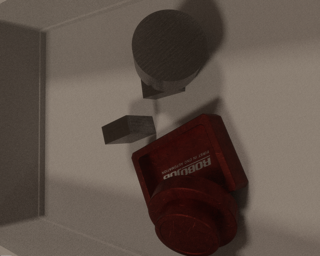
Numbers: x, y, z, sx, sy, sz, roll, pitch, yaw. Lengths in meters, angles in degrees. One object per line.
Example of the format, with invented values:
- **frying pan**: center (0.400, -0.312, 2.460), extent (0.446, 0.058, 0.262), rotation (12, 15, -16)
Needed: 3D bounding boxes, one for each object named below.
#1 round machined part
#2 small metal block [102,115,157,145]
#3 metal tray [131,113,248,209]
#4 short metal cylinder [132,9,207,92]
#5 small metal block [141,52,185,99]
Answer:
- **round machined part**: center (0.033, 0.101, 0.334), extent (0.098, 0.042, 0.097), rotation (10, 127, 14)
- **small metal block**: center (-0.042, 0.003, 0.423), extent (0.050, 0.050, 0.025), rotation (-22, 76, 37)
- **metal tray**: center (0.029, 0.049, 0.377), extent (0.130, 0.030, 0.090), rotation (-31, 71, 35)
- **short metal cylinder**: center (0.010, -0.086, 0.355), extent (0.081, 0.050, 0.080), rotation (0, 84, -2)
- **small metal block**: center (0.002, -0.067, 0.403), extent (0.050, 0.025, 0.050), rotation (-12, 83, 39)
